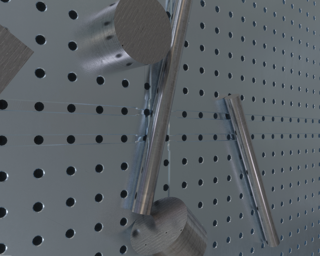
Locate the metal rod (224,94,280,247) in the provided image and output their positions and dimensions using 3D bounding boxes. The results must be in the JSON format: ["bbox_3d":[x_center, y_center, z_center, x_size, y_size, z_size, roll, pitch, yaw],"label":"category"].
[{"bbox_3d":[0.167,0.083,0.548,0.025,0.025,0.298,-32,110,-36],"label":"metal rod"}]

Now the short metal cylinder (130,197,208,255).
[{"bbox_3d":[0.011,0.133,0.383,0.080,0.080,0.050,-51,120,-28],"label":"short metal cylinder"}]

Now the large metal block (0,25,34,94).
[{"bbox_3d":[-0.168,-0.056,0.252,0.080,0.050,0.080,42,65,-32],"label":"large metal block"}]

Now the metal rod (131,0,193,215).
[{"bbox_3d":[0.005,-0.038,0.413,0.025,0.025,0.299,19,78,-39],"label":"metal rod"}]

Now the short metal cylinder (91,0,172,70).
[{"bbox_3d":[-0.033,-0.112,0.365,0.081,0.050,0.079,0,90,-40],"label":"short metal cylinder"}]
